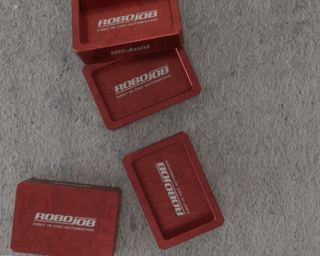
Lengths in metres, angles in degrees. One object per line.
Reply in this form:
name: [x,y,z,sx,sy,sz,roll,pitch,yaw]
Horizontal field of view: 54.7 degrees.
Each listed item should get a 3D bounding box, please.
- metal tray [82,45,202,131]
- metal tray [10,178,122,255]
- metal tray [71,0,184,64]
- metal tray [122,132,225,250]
metal tray: [-0.023,-0.061,0.406,0.131,0.030,0.090,-23,90,0]
metal tray: [-0.120,0.119,0.406,0.131,0.030,0.089,6,90,0]
metal tray: [-0.041,-0.136,0.386,0.131,0.030,0.090,-9,70,5]
metal tray: [0.017,0.080,0.407,0.090,0.030,0.129,-23,90,0]
